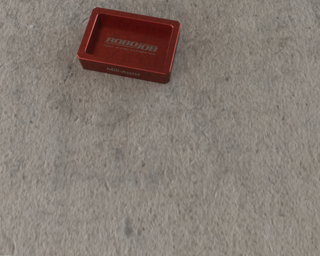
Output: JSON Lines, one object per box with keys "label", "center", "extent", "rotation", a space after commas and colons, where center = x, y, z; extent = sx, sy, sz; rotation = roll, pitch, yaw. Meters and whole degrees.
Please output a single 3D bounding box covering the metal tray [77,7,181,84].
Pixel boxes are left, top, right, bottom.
{"label": "metal tray", "center": [-0.042, -0.120, 0.448], "extent": [0.131, 0.030, 0.090], "rotation": [11, 70, 3]}
